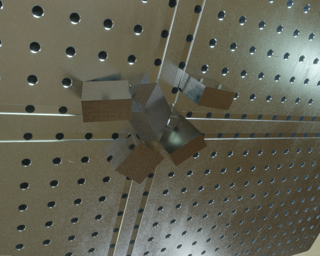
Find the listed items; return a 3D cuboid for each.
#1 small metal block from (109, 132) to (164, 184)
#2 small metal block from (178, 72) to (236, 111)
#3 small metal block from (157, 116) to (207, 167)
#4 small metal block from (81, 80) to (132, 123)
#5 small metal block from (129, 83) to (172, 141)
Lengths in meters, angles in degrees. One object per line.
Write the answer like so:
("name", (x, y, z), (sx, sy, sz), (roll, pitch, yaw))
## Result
("small metal block", (-0.031, 0.042, 0.422), (0.050, 0.025, 0.050), (-48, 129, 5))
("small metal block", (0.060, -0.048, 0.400), (0.050, 0.050, 0.025), (7, 115, -32))
("small metal block", (0.027, 0.017, 0.422), (0.050, 0.050, 0.025), (-33, 129, -7))
("small metal block", (-0.058, -0.030, 0.338), (0.050, 0.050, 0.025), (-4, 121, -9))
("small metal block", (-0.013, -0.019, 0.376), (0.050, 0.025, 0.050), (61, 40, -39))
